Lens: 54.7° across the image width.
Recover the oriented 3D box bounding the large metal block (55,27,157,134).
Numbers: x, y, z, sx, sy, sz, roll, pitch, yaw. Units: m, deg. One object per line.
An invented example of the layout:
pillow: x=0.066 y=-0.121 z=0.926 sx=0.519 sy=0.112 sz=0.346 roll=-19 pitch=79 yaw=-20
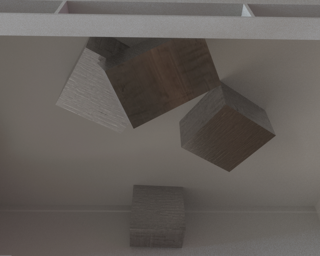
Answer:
large metal block: x=-0.058 y=-0.051 z=0.349 sx=0.080 sy=0.050 sz=0.080 roll=26 pitch=125 yaw=-21

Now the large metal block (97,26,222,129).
large metal block: x=-0.005 y=-0.049 z=0.277 sx=0.080 sy=0.080 sz=0.050 roll=-27 pitch=111 yaw=-7

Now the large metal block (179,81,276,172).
large metal block: x=0.082 y=0.000 z=0.393 sx=0.080 sy=0.050 sz=0.080 roll=28 pitch=125 yaw=-22

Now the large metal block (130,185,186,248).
large metal block: x=-0.005 y=0.139 z=0.491 sx=0.081 sy=0.080 sz=0.050 roll=3 pitch=130 yaw=-3
